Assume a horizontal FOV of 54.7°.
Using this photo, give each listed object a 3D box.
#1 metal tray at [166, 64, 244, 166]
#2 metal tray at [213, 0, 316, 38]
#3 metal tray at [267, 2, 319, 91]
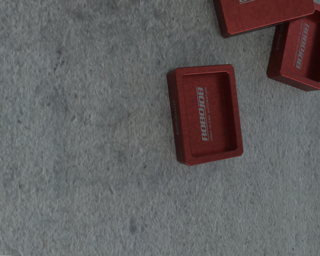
[{"bbox_3d":[0.063,-0.019,0.431,0.091,0.030,0.129,-8,93,-20],"label":"metal tray"},{"bbox_3d":[0.144,-0.189,0.442,0.131,0.030,0.089,-15,95,-3],"label":"metal tray"},{"bbox_3d":[0.226,-0.132,0.491,0.091,0.030,0.129,14,85,-20],"label":"metal tray"}]
